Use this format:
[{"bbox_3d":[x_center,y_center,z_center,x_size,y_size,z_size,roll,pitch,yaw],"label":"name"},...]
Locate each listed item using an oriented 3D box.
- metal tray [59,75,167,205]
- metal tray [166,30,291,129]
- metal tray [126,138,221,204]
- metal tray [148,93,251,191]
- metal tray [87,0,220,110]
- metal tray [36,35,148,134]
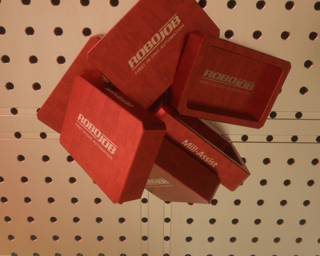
[{"bbox_3d":[-0.058,0.007,0.335,0.030,0.130,0.089,0,117,-46],"label":"metal tray"},{"bbox_3d":[0.083,-0.052,0.366,0.131,0.030,0.089,9,112,-27],"label":"metal tray"},{"bbox_3d":[0.002,0.055,0.383,0.090,0.130,0.030,37,67,-13],"label":"metal tray"},{"bbox_3d":[0.044,0.013,0.383,0.130,0.090,0.030,36,106,-13],"label":"metal tray"},{"bbox_3d":[-0.007,-0.095,0.356,0.130,0.030,0.090,-46,108,0],"label":"metal tray"},{"bbox_3d":[-0.082,-0.040,0.395,0.090,0.030,0.130,37,106,-14],"label":"metal tray"}]
